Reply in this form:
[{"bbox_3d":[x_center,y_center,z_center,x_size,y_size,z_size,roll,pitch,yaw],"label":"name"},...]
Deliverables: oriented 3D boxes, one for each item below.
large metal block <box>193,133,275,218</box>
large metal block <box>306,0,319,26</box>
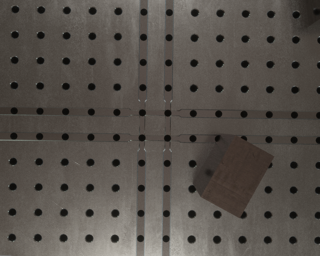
[{"bbox_3d":[0.087,0.054,0.387,0.050,0.080,0.080,29,90,-1],"label":"large metal block"},{"bbox_3d":[0.241,-0.186,0.404,0.081,0.050,0.080,-8,90,-1],"label":"large metal block"}]
